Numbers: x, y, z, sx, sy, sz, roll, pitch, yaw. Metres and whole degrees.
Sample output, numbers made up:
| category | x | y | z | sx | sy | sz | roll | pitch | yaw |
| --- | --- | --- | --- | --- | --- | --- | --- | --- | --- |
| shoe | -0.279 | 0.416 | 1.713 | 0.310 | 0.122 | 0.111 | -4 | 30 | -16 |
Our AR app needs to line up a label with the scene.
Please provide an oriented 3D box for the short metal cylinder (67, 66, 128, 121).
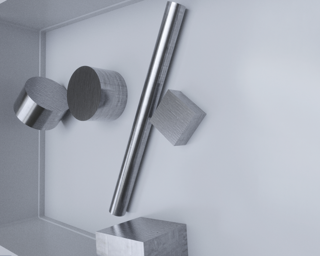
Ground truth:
| category | x | y | z | sx | sy | sz | roll | pitch | yaw |
| --- | --- | --- | --- | --- | --- | --- | --- | --- | --- |
| short metal cylinder | -0.095 | -0.050 | 0.466 | 0.080 | 0.050 | 0.079 | 0 | 90 | 39 |

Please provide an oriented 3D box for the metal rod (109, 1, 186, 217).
| category | x | y | z | sx | sy | sz | roll | pitch | yaw |
| --- | --- | --- | --- | --- | --- | --- | --- | --- | --- |
| metal rod | -0.021 | -0.016 | 0.421 | 0.025 | 0.025 | 0.298 | 27 | 107 | 36 |

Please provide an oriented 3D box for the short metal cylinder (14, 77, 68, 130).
| category | x | y | z | sx | sy | sz | roll | pitch | yaw |
| --- | --- | --- | --- | --- | --- | --- | --- | --- | --- |
| short metal cylinder | -0.201 | -0.042 | 0.534 | 0.050 | 0.081 | 0.080 | -46 | 63 | 30 |

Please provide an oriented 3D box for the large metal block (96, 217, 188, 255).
| category | x | y | z | sx | sy | sz | roll | pitch | yaw |
| --- | --- | --- | --- | --- | --- | --- | --- | --- | --- |
| large metal block | -0.022 | 0.150 | 0.387 | 0.080 | 0.081 | 0.050 | -5 | 87 | 39 |

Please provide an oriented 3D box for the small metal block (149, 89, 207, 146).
| category | x | y | z | sx | sy | sz | roll | pitch | yaw |
| --- | --- | --- | --- | --- | --- | --- | --- | --- | --- |
| small metal block | 0.021 | -0.013 | 0.387 | 0.050 | 0.025 | 0.050 | 46 | 117 | 30 |
